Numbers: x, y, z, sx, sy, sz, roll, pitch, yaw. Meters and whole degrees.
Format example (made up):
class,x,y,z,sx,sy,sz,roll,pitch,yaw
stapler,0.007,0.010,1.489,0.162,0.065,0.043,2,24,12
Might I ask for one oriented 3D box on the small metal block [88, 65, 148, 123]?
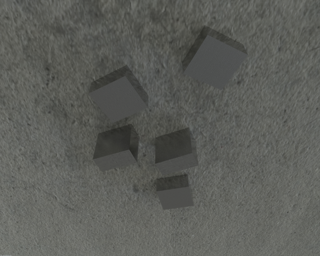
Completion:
class,x,y,z,sx,sy,sz,roll,pitch,yaw
small metal block,-0.049,-0.040,0.373,0.050,0.025,0.050,-23,127,17

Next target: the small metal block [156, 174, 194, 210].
class,x,y,z,sx,sy,sz,roll,pitch,yaw
small metal block,0.025,0.103,0.496,0.050,0.025,0.050,-10,130,8

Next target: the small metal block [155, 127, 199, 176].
class,x,y,z,sx,sy,sz,roll,pitch,yaw
small metal block,0.022,0.031,0.418,0.050,0.050,0.025,-18,128,14

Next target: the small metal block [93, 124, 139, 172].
class,x,y,z,sx,sy,sz,roll,pitch,yaw
small metal block,-0.057,0.026,0.412,0.050,0.050,0.025,-16,129,12

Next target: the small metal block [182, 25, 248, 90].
class,x,y,z,sx,sy,sz,roll,pitch,yaw
small metal block,0.059,-0.077,0.343,0.050,0.025,0.050,21,127,-17
